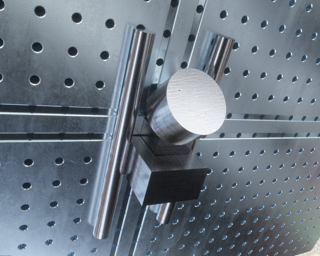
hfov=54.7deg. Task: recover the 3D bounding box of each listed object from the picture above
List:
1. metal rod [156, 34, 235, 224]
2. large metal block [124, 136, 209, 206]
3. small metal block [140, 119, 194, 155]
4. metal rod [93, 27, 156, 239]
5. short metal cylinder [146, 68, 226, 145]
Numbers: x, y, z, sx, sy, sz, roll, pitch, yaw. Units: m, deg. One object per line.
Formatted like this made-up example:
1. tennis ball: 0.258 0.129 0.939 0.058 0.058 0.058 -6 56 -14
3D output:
1. metal rod: 0.044 0.017 0.446 0.025 0.025 0.298 2 118 -29
2. large metal block: 0.003 0.052 0.406 0.081 0.080 0.050 1 118 -29
3. small metal block: 0.009 0.011 0.406 0.050 0.050 0.025 1 118 -30
4. metal rod: -0.052 0.025 0.398 0.025 0.025 0.298 1 118 -29
5. short metal cylinder: 0.031 -0.024 0.369 0.081 0.050 0.080 9 70 -27
